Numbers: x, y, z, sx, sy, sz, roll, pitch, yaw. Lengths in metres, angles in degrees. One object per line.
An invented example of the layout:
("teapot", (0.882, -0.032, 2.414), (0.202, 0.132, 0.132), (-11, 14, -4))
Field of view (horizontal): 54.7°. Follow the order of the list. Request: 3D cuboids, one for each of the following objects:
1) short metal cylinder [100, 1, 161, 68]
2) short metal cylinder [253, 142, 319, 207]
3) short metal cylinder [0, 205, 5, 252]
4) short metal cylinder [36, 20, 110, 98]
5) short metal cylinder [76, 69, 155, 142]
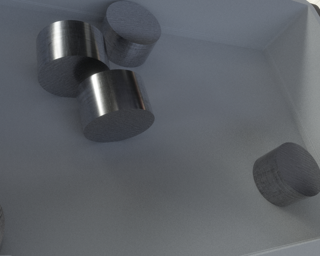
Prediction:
("short metal cylinder", (-0.045, -0.135, 0.447), (0.081, 0.050, 0.080), (14, 56, -21))
("short metal cylinder", (0.183, 0.067, 0.447), (0.081, 0.050, 0.080), (14, 56, -21))
("short metal cylinder", (-0.169, 0.087, 0.246), (0.081, 0.050, 0.080), (14, 56, -21))
("short metal cylinder", (-0.101, -0.078, 0.363), (0.081, 0.080, 0.050), (1, 62, -28))
("short metal cylinder", (-0.052, -0.023, 0.356), (0.081, 0.080, 0.050), (-3, 64, -30))
